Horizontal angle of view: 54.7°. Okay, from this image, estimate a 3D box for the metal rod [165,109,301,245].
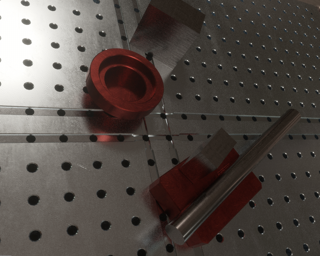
[{"bbox_3d":[0.115,0.044,0.405,0.302,0.025,0.025,-33,80,-38],"label":"metal rod"}]

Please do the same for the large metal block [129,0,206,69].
[{"bbox_3d":[0.010,-0.150,0.472,0.080,0.080,0.050,28,52,-12],"label":"large metal block"}]

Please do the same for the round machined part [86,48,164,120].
[{"bbox_3d":[-0.048,-0.053,0.405,0.099,0.042,0.098,14,56,-21],"label":"round machined part"}]

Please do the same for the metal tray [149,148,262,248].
[{"bbox_3d":[0.062,0.075,0.395,0.131,0.030,0.090,-29,78,-38],"label":"metal tray"}]

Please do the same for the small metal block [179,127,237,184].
[{"bbox_3d":[0.056,0.033,0.365,0.025,0.050,0.050,45,51,3],"label":"small metal block"}]
